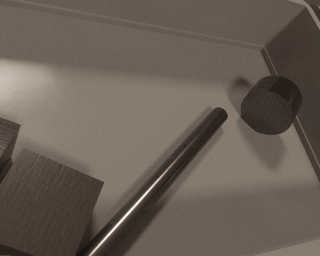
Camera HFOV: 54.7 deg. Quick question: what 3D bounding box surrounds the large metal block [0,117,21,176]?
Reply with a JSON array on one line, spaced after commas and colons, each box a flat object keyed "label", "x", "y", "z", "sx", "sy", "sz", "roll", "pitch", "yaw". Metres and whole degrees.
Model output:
[{"label": "large metal block", "x": -0.181, "y": 0.024, "z": 0.265, "sx": 0.080, "sy": 0.050, "sz": 0.080, "roll": 23, "pitch": 37, "yaw": -15}]

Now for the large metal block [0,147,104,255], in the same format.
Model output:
[{"label": "large metal block", "x": -0.109, "y": 0.077, "z": 0.285, "sx": 0.080, "sy": 0.050, "sz": 0.080, "roll": 26, "pitch": 52, "yaw": -12}]

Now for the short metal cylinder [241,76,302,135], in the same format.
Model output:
[{"label": "short metal cylinder", "x": 0.176, "y": -0.036, "z": 0.490, "sx": 0.080, "sy": 0.080, "sz": 0.050, "roll": 44, "pitch": 51, "yaw": 1}]

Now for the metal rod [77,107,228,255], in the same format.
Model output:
[{"label": "metal rod", "x": 0.006, "y": 0.059, "z": 0.373, "sx": 0.025, "sy": 0.025, "sz": 0.302, "roll": 45, "pitch": 51, "yaw": 2}]
